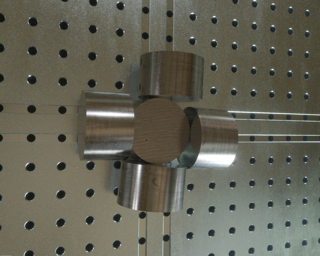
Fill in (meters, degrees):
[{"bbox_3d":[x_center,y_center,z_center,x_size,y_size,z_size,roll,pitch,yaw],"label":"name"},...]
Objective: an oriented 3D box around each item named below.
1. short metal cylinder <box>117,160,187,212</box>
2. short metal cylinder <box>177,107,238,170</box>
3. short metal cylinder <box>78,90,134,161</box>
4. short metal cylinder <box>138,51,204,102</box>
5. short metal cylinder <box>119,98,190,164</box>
[{"bbox_3d":[-0.010,0.068,0.378,0.081,0.080,0.050,6,88,-20],"label":"short metal cylinder"},{"bbox_3d":[0.058,0.014,0.405,0.050,0.080,0.080,4,89,-20],"label":"short metal cylinder"},{"bbox_3d":[-0.065,-0.002,0.359,0.050,0.080,0.080,2,90,-21],"label":"short metal cylinder"},{"bbox_3d":[0.014,-0.061,0.388,0.081,0.080,0.050,3,89,-20],"label":"short metal cylinder"},{"bbox_3d":[-0.009,0.004,0.396,0.081,0.050,0.080,0,90,-21],"label":"short metal cylinder"}]
